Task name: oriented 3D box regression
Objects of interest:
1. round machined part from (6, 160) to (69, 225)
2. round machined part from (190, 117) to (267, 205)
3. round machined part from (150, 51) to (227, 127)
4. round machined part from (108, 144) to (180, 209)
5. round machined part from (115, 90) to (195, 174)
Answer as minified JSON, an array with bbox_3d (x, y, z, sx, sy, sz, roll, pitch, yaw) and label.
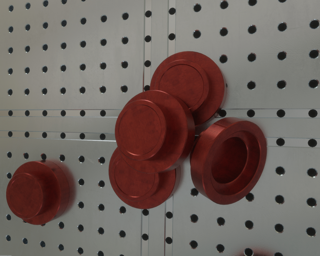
[{"bbox_3d":[-0.192,0.099,0.472,0.098,0.042,0.097,0,90,20],"label":"round machined part"},{"bbox_3d":[0.074,0.034,0.358,0.042,0.099,0.097,24,100,54],"label":"round machined part"},{"bbox_3d":[0.032,-0.049,0.393,0.098,0.042,0.097,0,90,20],"label":"round machined part"},{"bbox_3d":[-0.026,0.060,0.413,0.098,0.042,0.097,0,90,20],"label":"round machined part"},{"bbox_3d":[-0.013,0.004,0.359,0.098,0.042,0.098,-3,83,30],"label":"round machined part"}]
